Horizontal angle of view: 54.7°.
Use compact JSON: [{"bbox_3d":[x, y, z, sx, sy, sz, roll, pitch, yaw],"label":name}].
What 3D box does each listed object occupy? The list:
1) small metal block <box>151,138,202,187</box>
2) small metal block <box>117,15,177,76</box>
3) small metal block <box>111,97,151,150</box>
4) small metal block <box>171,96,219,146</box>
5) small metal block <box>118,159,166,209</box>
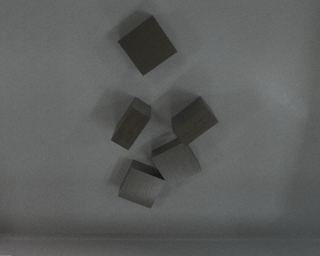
[{"bbox_3d":[0.022,0.045,0.428,0.050,0.025,0.050,-28,108,9],"label":"small metal block"},{"bbox_3d":[-0.015,-0.100,0.374,0.050,0.025,0.050,-34,107,11],"label":"small metal block"},{"bbox_3d":[-0.036,-0.007,0.395,0.025,0.050,0.050,32,107,-11],"label":"small metal block"},{"bbox_3d":[0.043,-0.010,0.395,0.050,0.050,0.025,-38,106,12],"label":"small metal block"},{"bbox_3d":[-0.026,0.080,0.440,0.050,0.025,0.050,23,109,-9],"label":"small metal block"}]
